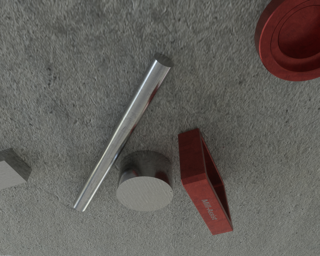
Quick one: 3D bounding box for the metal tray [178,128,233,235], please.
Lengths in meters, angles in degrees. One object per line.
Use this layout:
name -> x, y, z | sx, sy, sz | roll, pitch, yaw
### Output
metal tray -> 0.064, 0.075, 0.429 | 0.030, 0.090, 0.130 | -18, 128, 15

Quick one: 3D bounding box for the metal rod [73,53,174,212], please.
metal rod -> -0.064, 0.026, 0.428 | 0.025, 0.025, 0.298 | 21, 127, -17

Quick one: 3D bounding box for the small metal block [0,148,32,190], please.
small metal block -> -0.229, 0.061, 0.457 | 0.050, 0.025, 0.050 | -17, 128, 13

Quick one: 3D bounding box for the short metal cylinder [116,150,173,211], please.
short metal cylinder -> -0.021, 0.079, 0.458 | 0.081, 0.050, 0.079 | 0, 130, 0

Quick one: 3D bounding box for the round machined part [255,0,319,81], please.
round machined part -> 0.145, -0.099, 0.313 | 0.099, 0.042, 0.097 | 0, 130, 0
